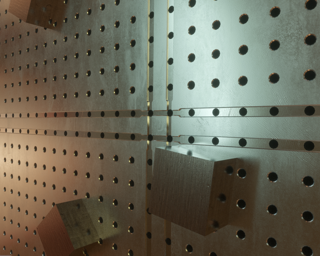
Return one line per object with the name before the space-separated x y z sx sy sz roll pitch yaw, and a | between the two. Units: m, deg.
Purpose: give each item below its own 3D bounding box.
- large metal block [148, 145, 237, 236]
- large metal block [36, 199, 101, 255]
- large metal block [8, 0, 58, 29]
large metal block | 0.037 0.068 0.364 0.080 0.050 0.080 11 97 39
large metal block | -0.156 0.179 0.524 0.080 0.050 0.080 -48 62 29
large metal block | -0.241 -0.246 0.594 0.080 0.050 0.080 35 111 34
